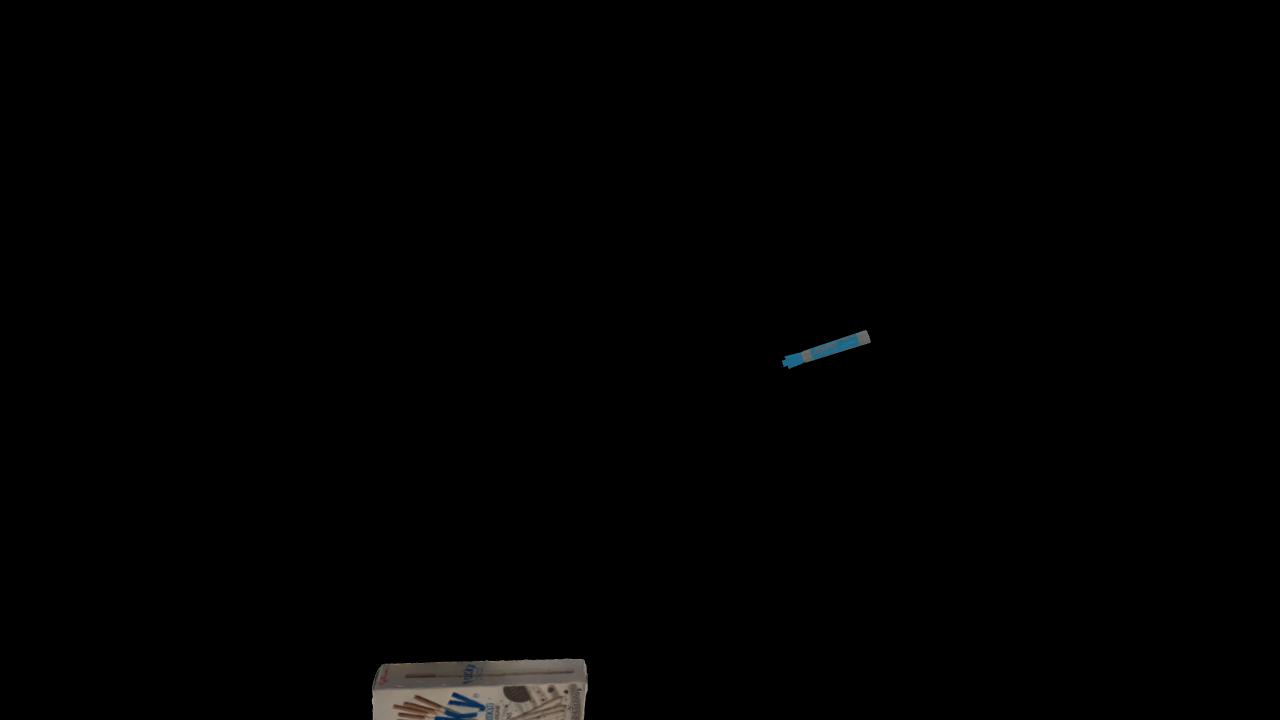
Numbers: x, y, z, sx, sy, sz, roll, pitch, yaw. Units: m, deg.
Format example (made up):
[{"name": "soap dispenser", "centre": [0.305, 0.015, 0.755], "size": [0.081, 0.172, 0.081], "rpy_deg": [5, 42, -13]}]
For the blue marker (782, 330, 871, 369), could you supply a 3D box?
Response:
[{"name": "blue marker", "centre": [0.258, -0.013, 0.857], "size": [0.121, 0.020, 0.020], "rpy_deg": [-19, -5, 15]}]

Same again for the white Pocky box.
[{"name": "white Pocky box", "centre": [-0.120, 0.270, 0.467], "size": [0.154, 0.084, 0.028], "rpy_deg": [3, 16, -10]}]
